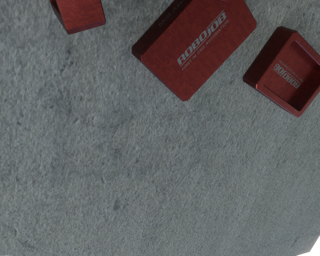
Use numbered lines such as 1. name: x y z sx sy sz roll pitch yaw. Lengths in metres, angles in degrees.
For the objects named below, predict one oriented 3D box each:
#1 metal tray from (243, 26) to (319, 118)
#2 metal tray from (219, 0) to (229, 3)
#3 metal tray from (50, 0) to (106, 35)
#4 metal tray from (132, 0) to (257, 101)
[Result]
1. metal tray: 0.195 -0.079 0.463 0.131 0.030 0.090 23 106 -37
2. metal tray: 0.000 -0.158 0.264 0.131 0.090 0.030 3 139 -30
3. metal tray: -0.081 -0.146 0.229 0.030 0.090 0.129 -21 127 -14
4. metal tray: 0.042 -0.106 0.363 0.130 0.030 0.090 -47 130 4
